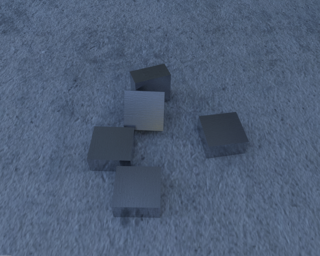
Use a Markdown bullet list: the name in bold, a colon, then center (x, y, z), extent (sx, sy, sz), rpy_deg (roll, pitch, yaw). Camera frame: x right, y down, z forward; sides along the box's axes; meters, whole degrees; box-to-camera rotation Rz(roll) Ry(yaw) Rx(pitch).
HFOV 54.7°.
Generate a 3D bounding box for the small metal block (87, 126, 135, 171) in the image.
- **small metal block**: center (-0.058, 0.026, 0.381), extent (0.050, 0.025, 0.050), rpy_deg (2, 50, 1)

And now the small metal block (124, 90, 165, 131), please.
- **small metal block**: center (-0.020, -0.024, 0.404), extent (0.050, 0.050, 0.025), rpy_deg (2, 10, 1)

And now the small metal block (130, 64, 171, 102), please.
- **small metal block**: center (-0.013, -0.058, 0.436), extent (0.050, 0.050, 0.025), rpy_deg (-16, 52, -13)

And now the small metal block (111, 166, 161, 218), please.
- **small metal block**: center (-0.024, 0.070, 0.344), extent (0.050, 0.025, 0.050), rpy_deg (1, 50, 0)

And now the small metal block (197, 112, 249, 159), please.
- **small metal block**: center (0.079, 0.009, 0.397), extent (0.050, 0.025, 0.050), rpy_deg (-7, 50, -6)
